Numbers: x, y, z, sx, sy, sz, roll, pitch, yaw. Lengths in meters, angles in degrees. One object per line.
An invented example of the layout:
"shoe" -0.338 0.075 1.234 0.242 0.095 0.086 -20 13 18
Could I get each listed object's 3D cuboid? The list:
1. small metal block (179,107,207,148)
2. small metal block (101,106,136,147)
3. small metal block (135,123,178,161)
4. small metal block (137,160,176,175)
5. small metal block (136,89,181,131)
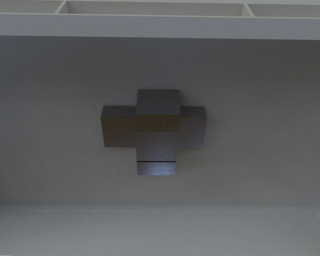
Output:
"small metal block" 0.032 -0.001 0.406 0.050 0.025 0.050 0 130 -1
"small metal block" -0.048 -0.001 0.405 0.050 0.025 0.050 0 130 -1
"small metal block" -0.004 0.015 0.385 0.050 0.025 0.050 0 130 -1
"small metal block" -0.004 0.037 0.420 0.050 0.050 0.025 0 130 -1
"small metal block" -0.002 -0.022 0.371 0.050 0.050 0.025 0 130 -1
